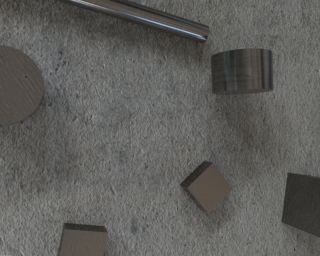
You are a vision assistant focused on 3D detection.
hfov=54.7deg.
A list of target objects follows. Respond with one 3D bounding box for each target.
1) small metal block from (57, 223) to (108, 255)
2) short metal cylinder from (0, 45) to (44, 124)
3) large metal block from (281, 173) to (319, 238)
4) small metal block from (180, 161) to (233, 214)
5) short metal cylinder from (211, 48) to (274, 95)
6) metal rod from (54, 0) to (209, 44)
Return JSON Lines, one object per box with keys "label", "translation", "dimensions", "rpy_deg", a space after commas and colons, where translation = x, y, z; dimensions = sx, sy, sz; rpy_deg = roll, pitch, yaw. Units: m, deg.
{"label": "small metal block", "translation": [-0.095, 0.145, 0.375], "dimensions": [0.050, 0.025, 0.050], "rpy_deg": [12, 86, -20]}
{"label": "short metal cylinder", "translation": [-0.168, -0.043, 0.334], "dimensions": [0.081, 0.050, 0.080], "rpy_deg": [0, 90, -20]}
{"label": "large metal block", "translation": [0.237, 0.115, 0.468], "dimensions": [0.050, 0.080, 0.080], "rpy_deg": [10, 87, -20]}
{"label": "small metal block", "translation": [0.065, 0.082, 0.434], "dimensions": [0.050, 0.025, 0.050], "rpy_deg": [-42, 103, -15]}
{"label": "short metal cylinder", "translation": [0.111, -0.074, 0.421], "dimensions": [0.081, 0.080, 0.050], "rpy_deg": [-2, 91, -20]}
{"label": "metal rod", "translation": [-0.077, -0.155, 0.380], "dimensions": [0.302, 0.025, 0.025], "rpy_deg": [10, 87, -20]}
